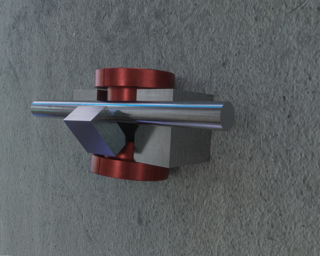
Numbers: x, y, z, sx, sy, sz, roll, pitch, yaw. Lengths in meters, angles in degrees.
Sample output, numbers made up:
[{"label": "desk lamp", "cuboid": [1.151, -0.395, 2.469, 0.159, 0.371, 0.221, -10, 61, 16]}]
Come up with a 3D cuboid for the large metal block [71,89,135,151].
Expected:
[{"label": "large metal block", "cuboid": [-0.073, -0.010, 0.431, 0.050, 0.081, 0.079, 6, 94, 40]}]

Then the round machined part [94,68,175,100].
[{"label": "round machined part", "cuboid": [-0.031, -0.047, 0.385, 0.098, 0.099, 0.042, 5, 94, 40]}]

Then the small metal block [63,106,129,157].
[{"label": "small metal block", "cuboid": [-0.071, 0.003, 0.343, 0.050, 0.025, 0.050, 2, 132, 41]}]

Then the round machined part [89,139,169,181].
[{"label": "round machined part", "cuboid": [-0.036, 0.036, 0.388, 0.098, 0.099, 0.042, 6, 89, 40]}]

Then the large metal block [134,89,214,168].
[{"label": "large metal block", "cuboid": [0.018, -0.001, 0.356, 0.050, 0.081, 0.079, 5, 93, 40]}]

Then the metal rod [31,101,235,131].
[{"label": "metal rod", "cuboid": [-0.059, -0.019, 0.351, 0.300, 0.025, 0.025, 5, 93, 40]}]
